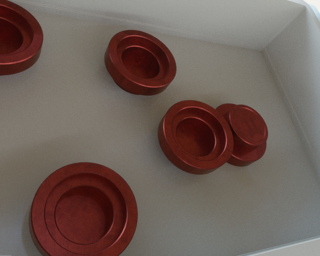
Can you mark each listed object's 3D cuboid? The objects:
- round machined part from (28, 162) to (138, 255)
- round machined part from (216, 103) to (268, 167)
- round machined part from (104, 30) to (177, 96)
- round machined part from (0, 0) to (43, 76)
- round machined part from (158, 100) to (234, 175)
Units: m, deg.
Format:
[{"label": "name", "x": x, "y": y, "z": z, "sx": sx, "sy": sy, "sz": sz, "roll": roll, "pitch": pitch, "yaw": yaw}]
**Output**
[{"label": "round machined part", "x": -0.075, "y": 0.086, "z": 0.302, "sx": 0.099, "sy": 0.042, "sz": 0.098, "roll": 14, "pitch": 56, "yaw": -21}, {"label": "round machined part", "x": 0.120, "y": 0.004, "z": 0.459, "sx": 0.099, "sy": 0.042, "sz": 0.098, "roll": 14, "pitch": 56, "yaw": -21}, {"label": "round machined part", "x": -0.030, "y": -0.085, "z": 0.432, "sx": 0.099, "sy": 0.042, "sz": 0.098, "roll": 14, "pitch": 56, "yaw": -21}, {"label": "round machined part", "x": -0.189, "y": -0.099, "z": 0.354, "sx": 0.099, "sy": 0.042, "sz": 0.098, "roll": 14, "pitch": 56, "yaw": -21}, {"label": "round machined part", "x": 0.043, "y": 0.015, "z": 0.407, "sx": 0.099, "sy": 0.042, "sz": 0.098, "roll": 10, "pitch": 59, "yaw": -18}]
